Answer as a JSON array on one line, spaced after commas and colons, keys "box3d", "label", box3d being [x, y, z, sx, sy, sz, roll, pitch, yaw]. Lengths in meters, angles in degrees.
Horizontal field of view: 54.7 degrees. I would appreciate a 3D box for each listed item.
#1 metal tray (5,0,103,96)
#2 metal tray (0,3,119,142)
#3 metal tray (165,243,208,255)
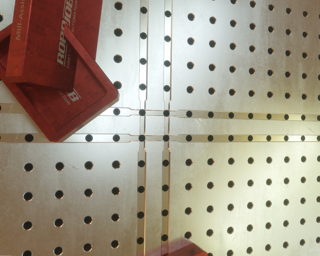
[{"box3d": [-0.113, -0.106, 0.344, 0.090, 0.030, 0.129, 9, 86, -55], "label": "metal tray"}, {"box3d": [-0.118, -0.060, 0.344, 0.090, 0.030, 0.130, -38, 91, -5], "label": "metal tray"}, {"box3d": [0.010, 0.224, 0.415, 0.131, 0.030, 0.089, -16, 96, -20], "label": "metal tray"}]
